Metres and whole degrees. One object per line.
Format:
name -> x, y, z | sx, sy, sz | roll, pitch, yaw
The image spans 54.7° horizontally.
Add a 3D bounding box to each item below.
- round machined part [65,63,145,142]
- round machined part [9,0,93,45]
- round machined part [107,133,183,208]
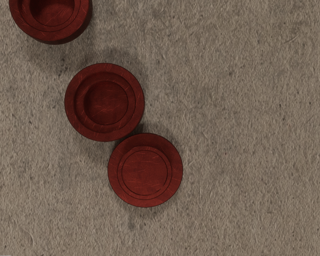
round machined part -> -0.068, -0.032, 0.401 | 0.099, 0.042, 0.097 | 0, 90, -1
round machined part -> -0.136, -0.156, 0.400 | 0.099, 0.042, 0.097 | 0, 90, -1
round machined part -> -0.019, 0.055, 0.401 | 0.099, 0.042, 0.097 | 0, 90, -1
